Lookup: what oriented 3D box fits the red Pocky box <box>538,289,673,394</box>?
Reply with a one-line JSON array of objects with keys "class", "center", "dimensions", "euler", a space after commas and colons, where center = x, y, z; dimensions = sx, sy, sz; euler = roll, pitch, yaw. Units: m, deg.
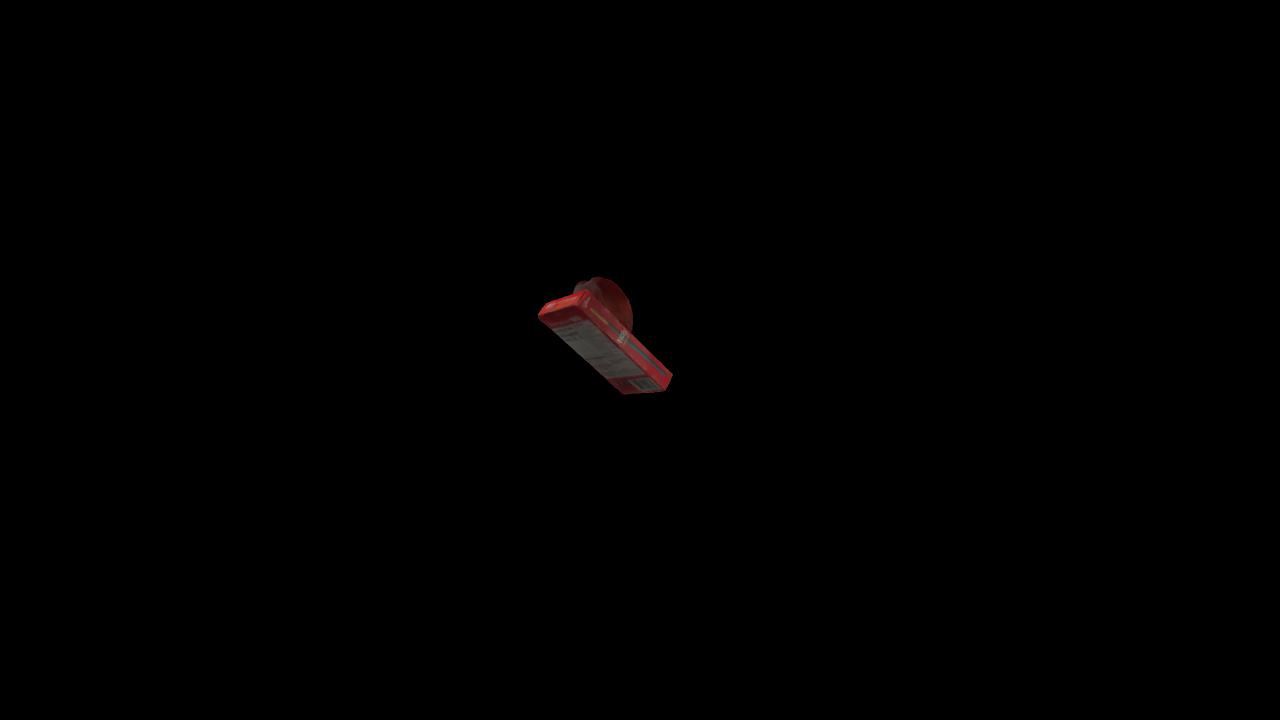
[{"class": "red Pocky box", "center": [-0.039, -0.016, 0.713], "dimensions": [0.155, 0.028, 0.083], "euler": [44, -30, -28]}]

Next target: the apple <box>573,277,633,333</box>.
[{"class": "apple", "center": [-0.048, -0.053, 0.755], "dimensions": [0.079, 0.093, 0.079], "euler": [-7, -9, -1]}]
